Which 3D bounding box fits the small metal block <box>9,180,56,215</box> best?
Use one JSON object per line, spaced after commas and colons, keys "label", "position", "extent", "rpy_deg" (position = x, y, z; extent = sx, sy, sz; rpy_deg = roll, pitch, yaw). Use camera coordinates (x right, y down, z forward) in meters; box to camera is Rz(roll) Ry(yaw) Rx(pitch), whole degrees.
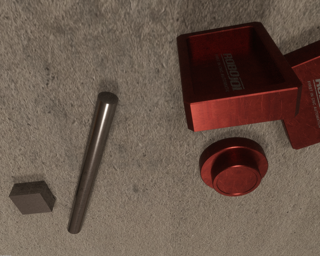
{"label": "small metal block", "position": [-0.205, 0.113, 0.501], "extent": [0.050, 0.025, 0.050], "rpy_deg": [-7, 130, 5]}

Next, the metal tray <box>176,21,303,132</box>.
{"label": "metal tray", "position": [0.065, -0.055, 0.293], "extent": [0.090, 0.130, 0.030], "rpy_deg": [-8, 130, 6]}

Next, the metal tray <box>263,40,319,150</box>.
{"label": "metal tray", "position": [0.189, -0.038, 0.375], "extent": [0.090, 0.030, 0.130], "rpy_deg": [-22, 127, 17]}

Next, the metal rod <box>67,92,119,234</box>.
{"label": "metal rod", "position": [-0.108, 0.072, 0.466], "extent": [0.025, 0.025, 0.298], "rpy_deg": [14, 129, -12]}

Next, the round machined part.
{"label": "round machined part", "position": [0.108, 0.063, 0.451], "extent": [0.099, 0.042, 0.097], "rpy_deg": [-1, 130, 0]}
